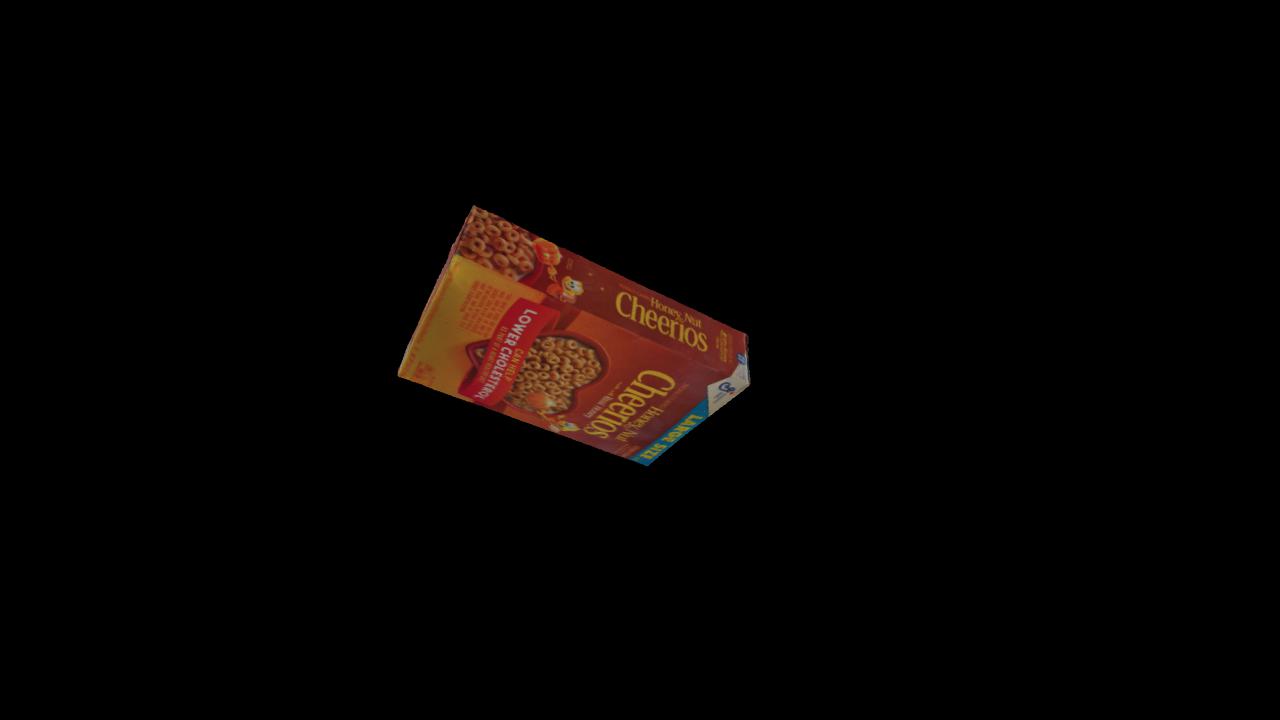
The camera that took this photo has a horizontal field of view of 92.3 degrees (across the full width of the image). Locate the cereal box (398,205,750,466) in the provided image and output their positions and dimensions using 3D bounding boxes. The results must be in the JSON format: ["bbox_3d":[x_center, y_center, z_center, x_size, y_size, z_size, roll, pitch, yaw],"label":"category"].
[{"bbox_3d":[-0.067,-0.004,0.633,0.306,0.081,0.203,24,-42,-21],"label":"cereal box"}]
